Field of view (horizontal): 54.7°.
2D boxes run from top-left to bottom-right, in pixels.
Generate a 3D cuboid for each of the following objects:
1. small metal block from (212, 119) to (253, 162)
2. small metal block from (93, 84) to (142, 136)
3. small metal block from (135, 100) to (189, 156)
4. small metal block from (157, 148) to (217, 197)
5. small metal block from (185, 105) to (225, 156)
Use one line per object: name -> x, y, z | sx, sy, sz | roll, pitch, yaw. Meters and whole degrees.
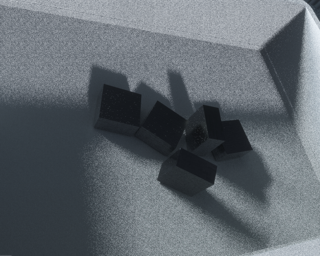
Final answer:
small metal block -> 0.098, 0.017, 0.447 | 0.050, 0.025, 0.050 | -6, 65, -31
small metal block -> -0.052, -0.022, 0.389 | 0.050, 0.025, 0.050 | 14, 56, -21
small metal block -> 0.003, 0.000, 0.405 | 0.050, 0.025, 0.050 | 34, 51, -7
small metal block -> 0.032, 0.054, 0.372 | 0.050, 0.050, 0.025 | 27, 53, -12
small metal block -> 0.059, 0.004, 0.418 | 0.025, 0.050, 0.050 | 10, 58, -24
